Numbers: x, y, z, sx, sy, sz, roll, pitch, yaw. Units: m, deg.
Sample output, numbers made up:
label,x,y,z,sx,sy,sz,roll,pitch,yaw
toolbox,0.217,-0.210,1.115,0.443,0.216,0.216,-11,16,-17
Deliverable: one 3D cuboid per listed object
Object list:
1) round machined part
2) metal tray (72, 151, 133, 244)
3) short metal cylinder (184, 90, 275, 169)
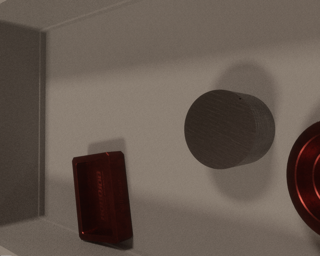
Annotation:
label,x,y,z,sx,sy,sz,roll,pitch,yaw
round machined part,0.156,0.041,0.250,0.098,0.042,0.097,-176,90,-67
metal tray,-0.091,0.105,0.475,0.090,0.030,0.129,-12,83,39
short metal cylinder,0.073,0.001,0.329,0.080,0.050,0.079,0,90,39
